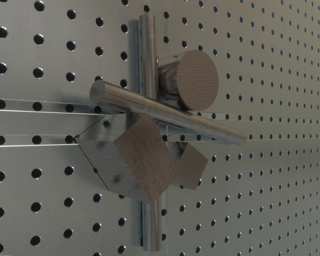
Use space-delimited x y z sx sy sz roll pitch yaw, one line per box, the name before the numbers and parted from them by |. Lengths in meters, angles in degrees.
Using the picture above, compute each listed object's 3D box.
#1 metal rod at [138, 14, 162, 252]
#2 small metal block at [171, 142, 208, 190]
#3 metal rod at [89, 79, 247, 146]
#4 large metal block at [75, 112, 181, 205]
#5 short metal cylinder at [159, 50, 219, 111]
metal rod | -0.013 0.007 0.401 0.025 0.025 0.298 -2 92 -40
small metal block | 0.037 0.054 0.443 0.050 0.025 0.050 41 65 -33
metal rod | 0.037 -0.009 0.418 0.302 0.025 0.025 15 80 -47
large metal block | -0.036 0.031 0.343 0.050 0.080 0.080 -42 116 -32
short metal cylinder | 0.035 -0.062 0.424 0.081 0.050 0.079 0 90 -40
